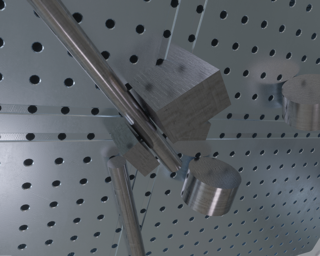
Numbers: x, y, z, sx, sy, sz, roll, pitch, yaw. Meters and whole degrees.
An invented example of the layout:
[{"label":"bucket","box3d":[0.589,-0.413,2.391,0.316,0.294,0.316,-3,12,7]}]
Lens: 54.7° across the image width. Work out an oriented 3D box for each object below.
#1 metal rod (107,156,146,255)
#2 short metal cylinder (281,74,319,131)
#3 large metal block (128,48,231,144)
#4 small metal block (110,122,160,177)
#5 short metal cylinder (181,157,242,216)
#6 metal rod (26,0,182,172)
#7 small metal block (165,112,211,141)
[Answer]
[{"label":"metal rod","box3d":[-0.042,0.167,0.491,0.025,0.025,0.298,-19,126,-17]},{"label":"short metal cylinder","box3d":[0.230,-0.040,0.476,0.080,0.080,0.050,-27,128,-11]},{"label":"large metal block","box3d":[0.021,-0.040,0.362,0.080,0.080,0.050,-34,129,-6]},{"label":"small metal block","box3d":[-0.032,0.027,0.394,0.025,0.050,0.050,-40,129,-1]},{"label":"short metal cylinder","box3d":[0.077,0.087,0.471,0.081,0.080,0.050,-1,119,-28]},{"label":"metal rod","box3d":[-0.048,-0.038,0.361,0.025,0.025,0.300,-39,129,-2]},{"label":"small metal block","box3d":[0.030,-0.006,0.407,0.050,0.050,0.025,0,118,-29]}]
